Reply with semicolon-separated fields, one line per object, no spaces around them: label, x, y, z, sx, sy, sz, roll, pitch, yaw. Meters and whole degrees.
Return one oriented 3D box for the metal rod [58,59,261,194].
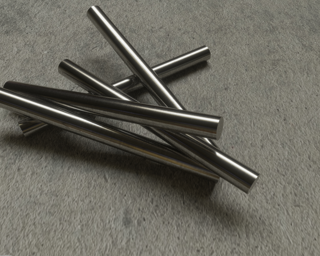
metal rod;-0.020;-0.015;0.379;0.300;0.025;0.025;32;57;25

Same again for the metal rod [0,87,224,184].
metal rod;-0.072;0.005;0.377;0.301;0.025;0.025;19;52;7

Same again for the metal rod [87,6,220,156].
metal rod;-0.021;-0.076;0.435;0.025;0.025;0.300;-28;65;-22

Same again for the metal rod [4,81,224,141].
metal rod;-0.074;-0.027;0.374;0.301;0.025;0.025;11;50;23

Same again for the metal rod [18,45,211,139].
metal rod;-0.051;-0.060;0.453;0.302;0.025;0.025;-26;55;-21
